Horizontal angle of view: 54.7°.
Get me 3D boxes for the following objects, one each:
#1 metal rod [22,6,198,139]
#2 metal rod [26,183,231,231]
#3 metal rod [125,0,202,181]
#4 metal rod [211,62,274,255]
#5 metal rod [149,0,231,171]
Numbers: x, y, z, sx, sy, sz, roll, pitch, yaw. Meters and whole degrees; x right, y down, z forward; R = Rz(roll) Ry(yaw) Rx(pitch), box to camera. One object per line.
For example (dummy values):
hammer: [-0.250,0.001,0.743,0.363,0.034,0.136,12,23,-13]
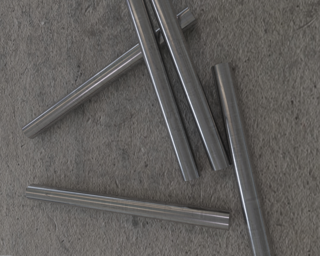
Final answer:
metal rod: [-0.081,-0.069,0.437,0.300,0.025,0.025,-32,80,17]
metal rod: [-0.056,0.105,0.428,0.301,0.025,0.025,3,91,19]
metal rod: [-0.005,-0.079,0.388,0.025,0.025,0.298,-17,93,19]
metal rod: [0.105,0.069,0.371,0.025,0.025,0.298,-13,86,19]
metal rod: [0.024,-0.092,0.378,0.025,0.025,0.299,-20,92,19]
